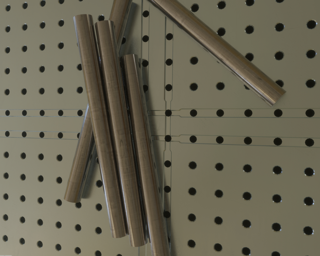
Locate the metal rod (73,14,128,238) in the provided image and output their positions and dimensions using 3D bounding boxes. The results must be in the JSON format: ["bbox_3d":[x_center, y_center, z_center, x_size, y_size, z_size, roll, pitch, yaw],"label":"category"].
[{"bbox_3d":[-0.078,0.001,0.419,0.025,0.025,0.298,-7,95,19],"label":"metal rod"}]

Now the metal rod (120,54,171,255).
[{"bbox_3d":[-0.018,0.049,0.418,0.025,0.025,0.298,-10,87,19],"label":"metal rod"}]

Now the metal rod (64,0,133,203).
[{"bbox_3d":[-0.090,-0.038,0.442,0.025,0.025,0.298,17,96,19],"label":"metal rod"}]

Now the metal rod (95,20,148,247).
[{"bbox_3d":[-0.051,0.009,0.415,0.025,0.025,0.298,-8,93,19],"label":"metal rod"}]

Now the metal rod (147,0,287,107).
[{"bbox_3d":[0.036,-0.136,0.399,0.300,0.025,0.025,45,104,14],"label":"metal rod"}]
